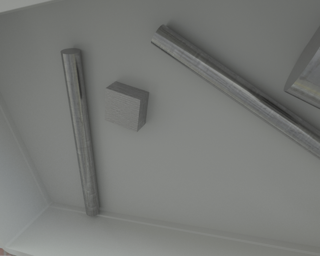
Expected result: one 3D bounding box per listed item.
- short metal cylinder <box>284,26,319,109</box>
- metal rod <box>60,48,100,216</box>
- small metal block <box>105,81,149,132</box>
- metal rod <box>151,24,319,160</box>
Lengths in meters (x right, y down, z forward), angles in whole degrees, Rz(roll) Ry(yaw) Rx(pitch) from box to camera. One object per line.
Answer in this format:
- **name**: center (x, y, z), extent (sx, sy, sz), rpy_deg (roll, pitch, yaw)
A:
- **short metal cylinder**: center (0.150, -0.054, 0.261), extent (0.050, 0.080, 0.079), rpy_deg (30, 128, 9)
- **metal rod**: center (-0.120, 0.025, 0.485), extent (0.025, 0.025, 0.298), rpy_deg (14, 124, 20)
- **small metal block**: center (-0.045, -0.029, 0.413), extent (0.050, 0.025, 0.050), rpy_deg (20, 126, 16)
- **metal rod**: center (0.120, -0.017, 0.334), extent (0.301, 0.025, 0.025), rpy_deg (35, 129, 4)
